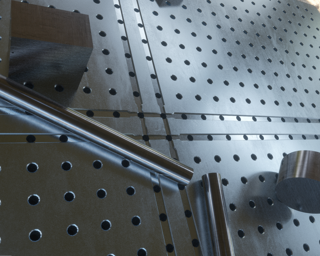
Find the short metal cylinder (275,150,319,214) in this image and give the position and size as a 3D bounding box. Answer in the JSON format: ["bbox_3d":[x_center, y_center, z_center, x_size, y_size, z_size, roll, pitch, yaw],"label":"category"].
[{"bbox_3d":[0.211,0.077,0.442,0.080,0.080,0.050,35,51,-6],"label":"short metal cylinder"}]

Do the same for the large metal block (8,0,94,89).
[{"bbox_3d":[-0.130,-0.091,0.359,0.081,0.080,0.050,1,61,-28],"label":"large metal block"}]

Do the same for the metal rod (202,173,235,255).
[{"bbox_3d":[0.077,0.193,0.333,0.025,0.025,0.299,10,57,-24],"label":"metal rod"}]

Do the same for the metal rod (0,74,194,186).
[{"bbox_3d":[-0.096,-0.005,0.360,0.301,0.025,0.025,27,52,-12],"label":"metal rod"}]
